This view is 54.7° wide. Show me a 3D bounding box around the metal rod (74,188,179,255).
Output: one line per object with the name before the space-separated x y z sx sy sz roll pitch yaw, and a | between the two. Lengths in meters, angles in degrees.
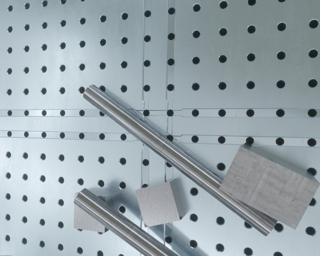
metal rod | 0.016 0.172 0.392 0.301 0.025 0.025 33 101 11

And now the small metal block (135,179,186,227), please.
small metal block | 0.001 0.100 0.412 0.050 0.025 0.050 -18 84 19

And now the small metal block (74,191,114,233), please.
small metal block | -0.095 0.119 0.446 0.050 0.025 0.050 1 90 20

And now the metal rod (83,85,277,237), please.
metal rod | 0.015 0.033 0.407 0.300 0.025 0.025 36 102 16

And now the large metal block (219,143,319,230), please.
large metal block | 0.119 0.057 0.341 0.080 0.080 0.050 26 99 18
